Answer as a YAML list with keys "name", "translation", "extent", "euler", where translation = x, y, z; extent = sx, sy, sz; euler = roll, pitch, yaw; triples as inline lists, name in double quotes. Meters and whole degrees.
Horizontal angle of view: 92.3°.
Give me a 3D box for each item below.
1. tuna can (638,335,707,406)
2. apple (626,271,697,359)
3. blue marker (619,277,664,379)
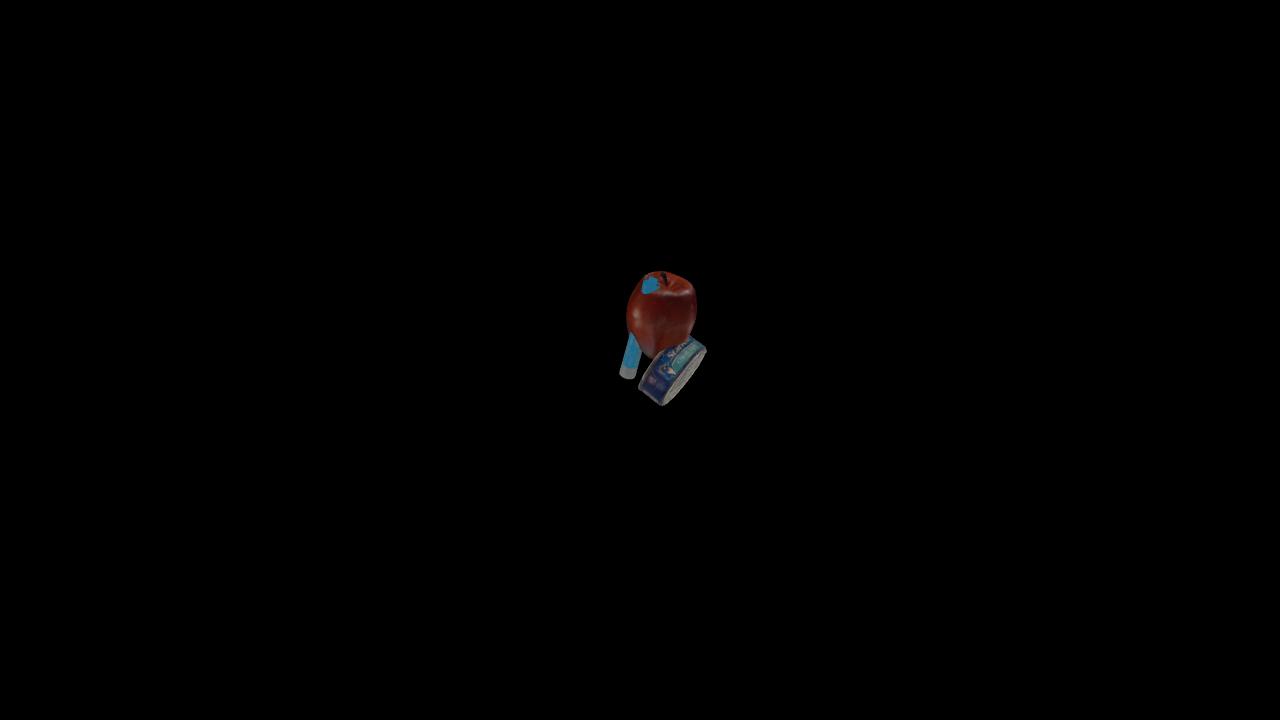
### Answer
- name: "tuna can"
  translation: [0.037, 0.010, 0.682]
  extent: [0.034, 0.084, 0.084]
  euler: [38, 9, 12]
- name: "apple"
  translation: [0.022, -0.050, 0.657]
  extent: [0.079, 0.093, 0.079]
  euler: [7, 29, -4]
- name: "blue marker"
  translation: [0.000, -0.033, 0.652]
  extent: [0.020, 0.121, 0.020]
  euler: [11, 32, -7]
